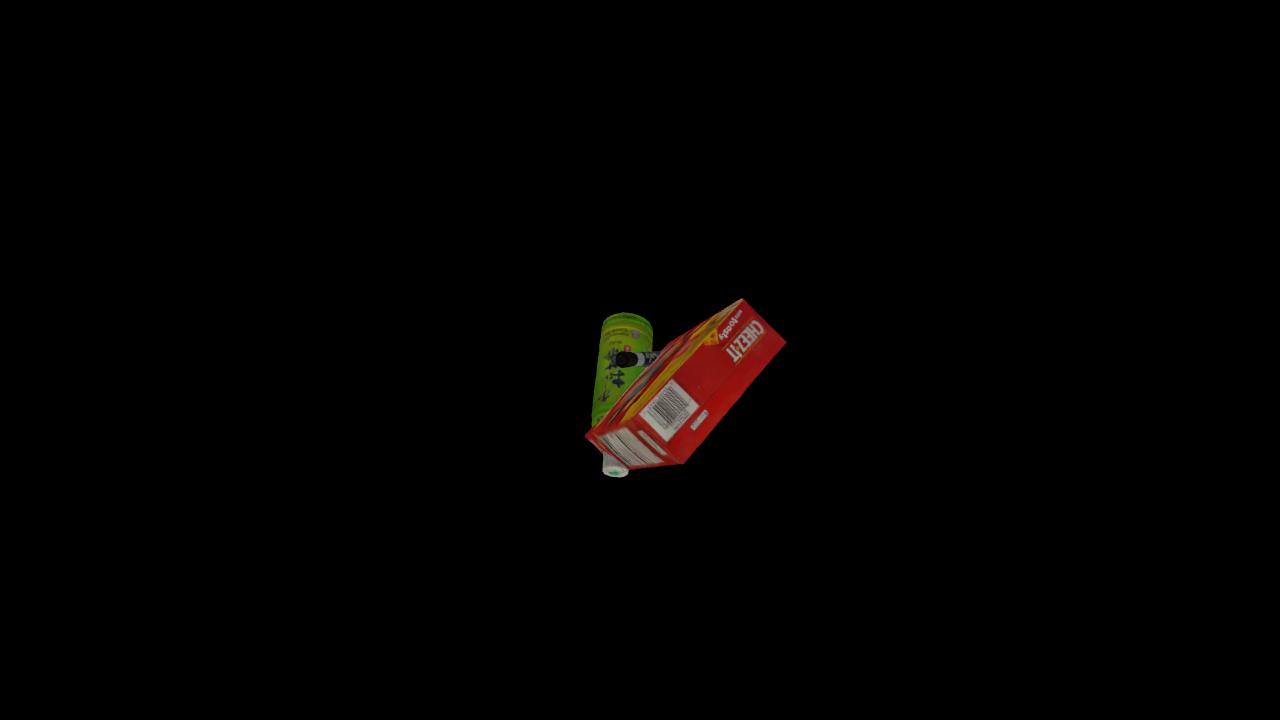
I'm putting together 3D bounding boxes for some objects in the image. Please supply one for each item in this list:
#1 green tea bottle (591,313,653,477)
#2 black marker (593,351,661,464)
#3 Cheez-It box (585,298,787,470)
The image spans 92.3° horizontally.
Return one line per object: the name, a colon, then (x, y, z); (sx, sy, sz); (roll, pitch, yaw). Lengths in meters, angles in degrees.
green tea bottle: (-0.021, 0.041, 0.758); (0.073, 0.212, 0.073); (1, -36, 1)
black marker: (0.007, -0.001, 0.729); (0.020, 0.020, 0.121); (0, 1, 30)
Cheez-It box: (0.036, 0.037, 0.660); (0.166, 0.071, 0.223); (-46, 5, -20)
